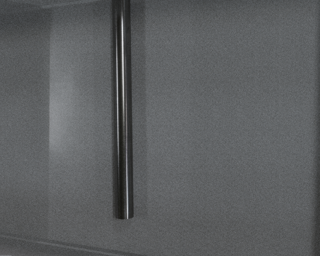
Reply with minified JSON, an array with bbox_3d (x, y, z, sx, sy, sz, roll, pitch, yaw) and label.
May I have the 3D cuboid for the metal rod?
[{"bbox_3d":[-0.051,-0.027,0.427,0.025,0.025,0.298,-1,90,19],"label":"metal rod"}]
